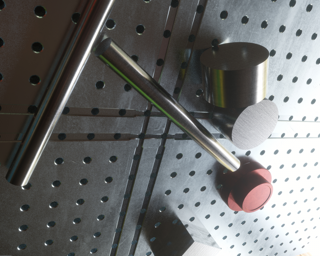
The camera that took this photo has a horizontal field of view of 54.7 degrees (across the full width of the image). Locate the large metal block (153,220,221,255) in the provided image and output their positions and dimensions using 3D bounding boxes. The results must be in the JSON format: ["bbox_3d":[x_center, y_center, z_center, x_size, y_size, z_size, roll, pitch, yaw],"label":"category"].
[{"bbox_3d":[0.049,0.222,0.559,0.080,0.050,0.080,32,101,-38],"label":"large metal block"}]

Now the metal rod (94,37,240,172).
[{"bbox_3d":[0.031,-0.012,0.420,0.025,0.025,0.301,-47,129,5],"label":"metal rod"}]

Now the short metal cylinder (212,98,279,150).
[{"bbox_3d":[0.124,-0.015,0.453,0.081,0.050,0.079,-14,124,-21],"label":"short metal cylinder"}]

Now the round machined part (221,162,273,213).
[{"bbox_3d":[0.164,0.114,0.560,0.099,0.042,0.097,-14,124,-21],"label":"round machined part"}]

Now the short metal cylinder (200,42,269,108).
[{"bbox_3d":[0.092,-0.067,0.384,0.081,0.080,0.050,-22,127,-15],"label":"short metal cylinder"}]

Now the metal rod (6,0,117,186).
[{"bbox_3d":[-0.091,-0.066,0.320,0.025,0.025,0.298,20,108,-36],"label":"metal rod"}]
